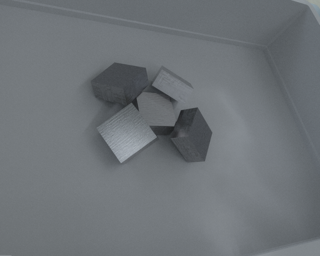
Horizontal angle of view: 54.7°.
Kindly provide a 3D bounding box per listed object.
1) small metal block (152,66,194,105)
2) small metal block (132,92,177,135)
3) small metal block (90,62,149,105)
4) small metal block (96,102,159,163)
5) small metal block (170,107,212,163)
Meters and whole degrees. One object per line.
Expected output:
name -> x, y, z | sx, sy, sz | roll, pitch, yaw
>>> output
small metal block -> 0.017, -0.061, 0.434 | 0.050, 0.025, 0.050 | 31, 15, -9
small metal block -> -0.010, -0.019, 0.408 | 0.050, 0.025, 0.050 | 2, 61, -28
small metal block -> -0.050, -0.057, 0.395 | 0.050, 0.025, 0.050 | 15, 45, 27
small metal block -> -0.037, 0.007, 0.364 | 0.050, 0.025, 0.050 | -36, 81, -1
small metal block -> 0.043, 0.010, 0.406 | 0.050, 0.025, 0.050 | 55, 42, -35
